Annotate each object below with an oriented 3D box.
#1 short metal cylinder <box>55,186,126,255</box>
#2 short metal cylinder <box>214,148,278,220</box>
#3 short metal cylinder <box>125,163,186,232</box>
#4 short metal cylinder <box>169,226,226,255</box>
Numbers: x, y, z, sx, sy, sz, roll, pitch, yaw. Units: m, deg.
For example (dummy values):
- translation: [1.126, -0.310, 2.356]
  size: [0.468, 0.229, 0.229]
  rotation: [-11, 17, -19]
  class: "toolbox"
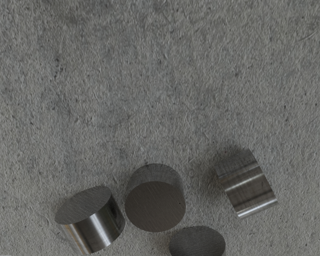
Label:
- translation: [-0.094, 0.124, 0.425]
  size: [0.080, 0.080, 0.050]
  rotation: [-19, 109, 7]
  class: "short metal cylinder"
- translation: [0.112, 0.073, 0.408]
  size: [0.050, 0.080, 0.080]
  rotation: [-27, 108, 9]
  class: "short metal cylinder"
- translation: [-0.006, 0.096, 0.432]
  size: [0.081, 0.050, 0.079]
  rotation: [0, 110, 0]
  class: "short metal cylinder"
- translation: [0.056, 0.189, 0.451]
  size: [0.080, 0.080, 0.050]
  rotation: [-7, 110, 2]
  class: "short metal cylinder"
